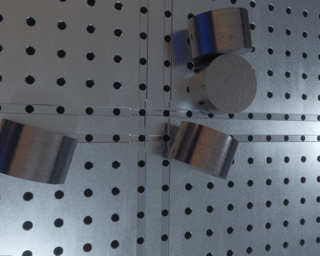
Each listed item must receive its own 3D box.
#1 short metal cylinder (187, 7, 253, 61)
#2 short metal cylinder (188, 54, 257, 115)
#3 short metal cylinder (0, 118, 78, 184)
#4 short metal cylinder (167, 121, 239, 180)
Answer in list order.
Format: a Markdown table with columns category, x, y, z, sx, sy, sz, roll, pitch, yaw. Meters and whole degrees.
| category | x | y | z | sx | sy | sz | roll | pitch | yaw |
| --- | --- | --- | --- | --- | --- | --- | --- | --- | --- |
| short metal cylinder | 0.079 | -0.122 | 0.414 | 0.081 | 0.080 | 0.050 | -9 | 94 | -20 |
| short metal cylinder | 0.086 | -0.059 | 0.433 | 0.081 | 0.050 | 0.079 | 0 | 90 | -21 |
| short metal cylinder | -0.135 | 0.025 | 0.334 | 0.081 | 0.080 | 0.050 | 18 | 84 | -20 |
| short metal cylinder | 0.056 | 0.030 | 0.406 | 0.080 | 0.080 | 0.050 | 24 | 82 | -19 |
